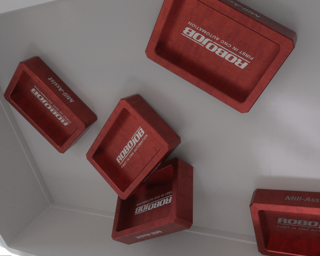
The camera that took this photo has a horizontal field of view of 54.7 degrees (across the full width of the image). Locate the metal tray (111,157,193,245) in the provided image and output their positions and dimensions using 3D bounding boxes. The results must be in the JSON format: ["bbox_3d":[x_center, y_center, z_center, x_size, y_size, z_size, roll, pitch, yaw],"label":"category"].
[{"bbox_3d":[-0.012,0.105,0.435,0.030,0.090,0.130,32,135,-31],"label":"metal tray"}]

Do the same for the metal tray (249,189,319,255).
[{"bbox_3d":[0.185,0.123,0.383,0.130,0.030,0.090,-3,117,29],"label":"metal tray"}]

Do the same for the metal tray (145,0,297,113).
[{"bbox_3d":[0.058,-0.085,0.321,0.130,0.030,0.089,32,129,7],"label":"metal tray"}]

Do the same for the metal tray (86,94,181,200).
[{"bbox_3d":[-0.042,0.029,0.427,0.090,0.030,0.129,46,126,11],"label":"metal tray"}]

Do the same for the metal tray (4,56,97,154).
[{"bbox_3d":[-0.169,-0.032,0.474,0.130,0.030,0.090,46,129,-5],"label":"metal tray"}]
